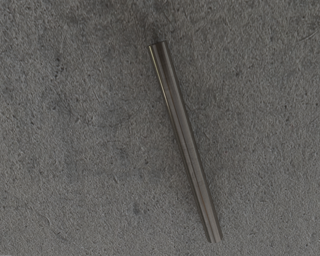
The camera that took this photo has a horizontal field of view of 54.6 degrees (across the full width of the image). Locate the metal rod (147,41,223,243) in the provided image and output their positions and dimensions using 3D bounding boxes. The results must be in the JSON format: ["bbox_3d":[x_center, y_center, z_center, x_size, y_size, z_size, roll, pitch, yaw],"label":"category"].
[{"bbox_3d":[0.040,0.032,0.421,0.025,0.025,0.299,-16,109,6],"label":"metal rod"}]
